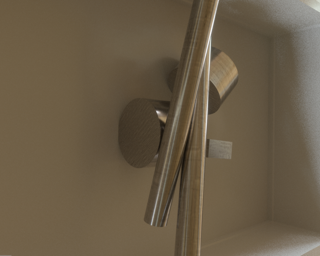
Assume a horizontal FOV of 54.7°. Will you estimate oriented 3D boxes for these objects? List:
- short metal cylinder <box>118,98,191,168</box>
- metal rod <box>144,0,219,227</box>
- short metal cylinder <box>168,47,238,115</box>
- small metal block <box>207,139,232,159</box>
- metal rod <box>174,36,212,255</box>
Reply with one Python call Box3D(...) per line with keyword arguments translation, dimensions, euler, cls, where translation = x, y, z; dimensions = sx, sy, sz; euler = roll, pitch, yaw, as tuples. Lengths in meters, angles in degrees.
Box3D(translation=(-0.006, 0.006, 0.367), dimensions=(0.050, 0.080, 0.079), euler=(2, 89, -40), cls="short metal cylinder")
Box3D(translation=(0.028, -0.048, 0.312), dimensions=(0.025, 0.025, 0.298), euler=(9, 95, -40), cls="metal rod")
Box3D(translation=(0.058, -0.064, 0.422), dimensions=(0.050, 0.080, 0.080), euler=(-50, 120, -28), cls="short metal cylinder")
Box3D(translation=(0.069, 0.030, 0.450), dimensions=(0.050, 0.050, 0.025), euler=(8, 85, -40), cls="small metal block")
Box3D(translation=(0.035, 0.032, 0.326), dimensions=(0.025, 0.025, 0.299), euler=(21, 66, -38), cls="metal rod")
